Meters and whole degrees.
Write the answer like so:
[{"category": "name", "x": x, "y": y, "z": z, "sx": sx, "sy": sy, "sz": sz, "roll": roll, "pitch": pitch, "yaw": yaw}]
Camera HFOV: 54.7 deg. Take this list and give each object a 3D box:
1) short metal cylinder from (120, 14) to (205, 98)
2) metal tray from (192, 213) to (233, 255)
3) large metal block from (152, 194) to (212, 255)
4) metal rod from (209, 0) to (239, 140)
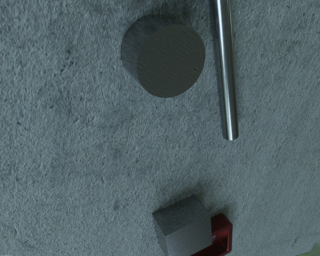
[{"category": "short metal cylinder", "x": 0.003, "y": -0.080, "z": 0.344, "sx": 0.081, "sy": 0.050, "sz": 0.079, "roll": -14, "pitch": 125, "yaw": -21}, {"category": "metal tray", "x": 0.074, "y": 0.224, "z": 0.585, "sx": 0.131, "sy": 0.030, "sz": 0.089, "roll": -20, "pitch": 126, "yaw": -17}, {"category": "large metal block", "x": 0.038, "y": 0.170, "z": 0.519, "sx": 0.081, "sy": 0.050, "sz": 0.079, "roll": -21, "pitch": 127, "yaw": -16}, {"category": "metal rod", "x": 0.079, "y": -0.106, "z": 0.386, "sx": 0.025, "sy": 0.025, "sz": 0.298, "roll": -25, "pitch": 128, "yaw": -14}]
